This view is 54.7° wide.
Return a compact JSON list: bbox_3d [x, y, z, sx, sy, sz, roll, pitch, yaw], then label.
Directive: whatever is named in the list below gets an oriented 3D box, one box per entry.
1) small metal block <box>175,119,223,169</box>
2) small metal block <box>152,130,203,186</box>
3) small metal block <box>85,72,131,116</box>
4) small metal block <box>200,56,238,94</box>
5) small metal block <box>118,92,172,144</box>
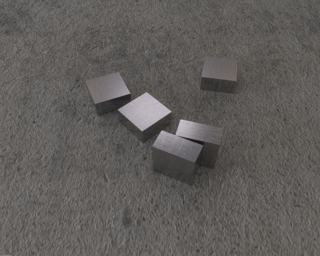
[{"bbox_3d":[0.045,0.020,0.370,0.050,0.050,0.025,12,51,10],"label":"small metal block"},{"bbox_3d":[0.019,0.035,0.357,0.050,0.050,0.025,20,53,16],"label":"small metal block"},{"bbox_3d":[-0.074,-0.049,0.444,0.050,0.025,0.050,-19,53,-15],"label":"small metal block"},{"bbox_3d":[0.090,-0.082,0.472,0.050,0.025,0.050,8,50,7],"label":"small metal block"},{"bbox_3d":[-0.020,-0.015,0.415,0.050,0.025,0.050,-35,58,-26],"label":"small metal block"}]
